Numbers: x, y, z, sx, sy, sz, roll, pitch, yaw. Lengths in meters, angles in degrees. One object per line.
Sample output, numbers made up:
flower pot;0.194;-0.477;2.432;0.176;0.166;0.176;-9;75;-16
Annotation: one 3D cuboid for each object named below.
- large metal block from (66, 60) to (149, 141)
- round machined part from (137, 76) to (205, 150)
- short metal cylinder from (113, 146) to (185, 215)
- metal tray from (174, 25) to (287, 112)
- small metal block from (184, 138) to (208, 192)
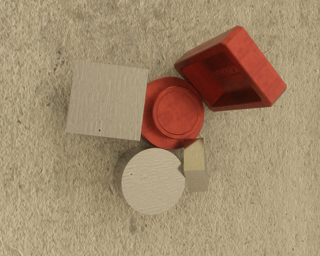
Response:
large metal block;-0.058;-0.029;0.363;0.081;0.050;0.080;7;88;-3
round machined part;0.016;-0.020;0.409;0.099;0.042;0.097;0;90;-21
short metal cylinder;-0.015;0.064;0.393;0.081;0.050;0.079;0;90;-21
metal tray;0.079;-0.065;0.384;0.030;0.130;0.090;-46;105;-14
small metal block;0.047;0.049;0.404;0.025;0.050;0.050;-5;137;10
